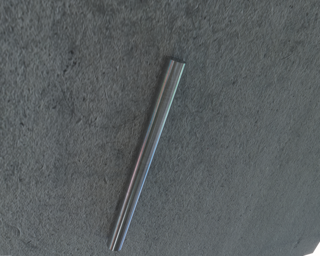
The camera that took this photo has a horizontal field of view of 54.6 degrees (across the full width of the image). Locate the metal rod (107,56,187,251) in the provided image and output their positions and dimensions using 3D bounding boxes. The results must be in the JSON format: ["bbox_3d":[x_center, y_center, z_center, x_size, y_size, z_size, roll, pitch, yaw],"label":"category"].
[{"bbox_3d":[-0.025,0.050,0.422,0.025,0.025,0.298,5,116,-31],"label":"metal rod"}]
